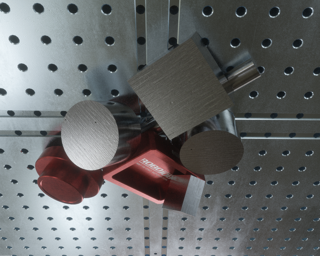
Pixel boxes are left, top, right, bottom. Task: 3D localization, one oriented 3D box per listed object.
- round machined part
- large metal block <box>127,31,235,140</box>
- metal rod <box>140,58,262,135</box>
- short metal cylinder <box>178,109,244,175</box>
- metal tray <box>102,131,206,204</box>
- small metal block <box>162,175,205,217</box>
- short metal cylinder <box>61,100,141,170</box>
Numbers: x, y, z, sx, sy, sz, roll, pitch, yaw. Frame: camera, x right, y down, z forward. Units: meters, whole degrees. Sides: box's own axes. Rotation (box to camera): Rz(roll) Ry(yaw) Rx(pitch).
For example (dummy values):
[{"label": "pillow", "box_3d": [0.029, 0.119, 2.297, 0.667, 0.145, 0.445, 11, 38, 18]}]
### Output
[{"label": "round machined part", "box_3d": [-0.134, 0.074, 0.445, 0.098, 0.042, 0.097, 11, 137, 11]}, {"label": "large metal block", "box_3d": [0.025, -0.046, 0.341, 0.080, 0.050, 0.080, -30, 105, 23]}, {"label": "metal rod", "box_3d": [-0.009, -0.001, 0.413, 0.300, 0.025, 0.025, -30, 124, 23]}, {"label": "short metal cylinder", "box_3d": [0.065, 0.017, 0.409, 0.081, 0.050, 0.079, 0, 130, 0]}, {"label": "metal tray", "box_3d": [-0.006, 0.062, 0.442, 0.090, 0.030, 0.130, -30, 137, 23]}, {"label": "small metal block", "box_3d": [0.033, 0.094, 0.437, 0.025, 0.050, 0.050, 27, 160, -23]}, {"label": "short metal cylinder", "box_3d": [-0.070, 0.007, 0.373, 0.080, 0.050, 0.079, 2, 94, 25]}]
